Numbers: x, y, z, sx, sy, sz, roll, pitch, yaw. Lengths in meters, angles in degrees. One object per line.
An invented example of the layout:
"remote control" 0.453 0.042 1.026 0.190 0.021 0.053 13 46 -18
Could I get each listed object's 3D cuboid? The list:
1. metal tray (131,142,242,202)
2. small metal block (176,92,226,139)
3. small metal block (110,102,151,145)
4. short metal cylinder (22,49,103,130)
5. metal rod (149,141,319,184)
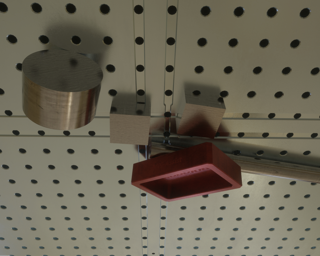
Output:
"metal tray" 0.036 0.067 0.435 0.130 0.030 0.090 -20 141 32
"small metal block" 0.051 -0.016 0.399 0.050 0.025 0.050 8 130 -7
"small metal block" -0.039 -0.005 0.407 0.050 0.025 0.050 4 130 -4
"short metal cylinder" -0.106 -0.043 0.337 0.081 0.080 0.050 12 129 -11
"metal rod" 0.134 0.055 0.460 0.302 0.025 0.025 9 130 -9
